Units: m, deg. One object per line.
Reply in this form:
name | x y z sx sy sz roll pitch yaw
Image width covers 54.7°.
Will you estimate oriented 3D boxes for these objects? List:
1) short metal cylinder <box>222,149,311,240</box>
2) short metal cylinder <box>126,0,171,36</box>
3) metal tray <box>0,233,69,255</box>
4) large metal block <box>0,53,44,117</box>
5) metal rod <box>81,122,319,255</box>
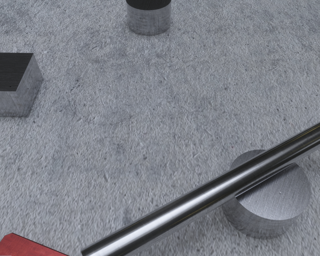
short metal cylinder | 0.109 0.070 0.329 0.081 0.050 0.080 0 50 0
short metal cylinder | -0.020 -0.213 0.565 0.081 0.050 0.080 0 50 0
metal tray | -0.127 0.166 0.259 0.090 0.030 0.130 16 52 13
large metal block | -0.222 -0.062 0.437 0.081 0.050 0.080 1 50 0
metal rod | 0.073 0.051 0.295 0.302 0.025 0.025 -24 54 -19
